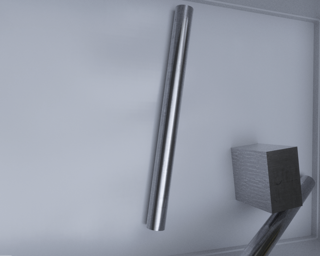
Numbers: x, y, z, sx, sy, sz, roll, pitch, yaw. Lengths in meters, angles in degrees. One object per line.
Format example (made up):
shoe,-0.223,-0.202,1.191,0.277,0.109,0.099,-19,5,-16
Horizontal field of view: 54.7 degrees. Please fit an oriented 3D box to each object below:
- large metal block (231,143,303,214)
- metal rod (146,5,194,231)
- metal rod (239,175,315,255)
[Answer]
large metal block,0.148,0.066,0.438,0.050,0.080,0.079,-7,93,-20
metal rod,0.014,-0.015,0.416,0.025,0.025,0.298,9,87,-20
metal rod,0.142,0.134,0.398,0.302,0.025,0.025,-25,100,-45
